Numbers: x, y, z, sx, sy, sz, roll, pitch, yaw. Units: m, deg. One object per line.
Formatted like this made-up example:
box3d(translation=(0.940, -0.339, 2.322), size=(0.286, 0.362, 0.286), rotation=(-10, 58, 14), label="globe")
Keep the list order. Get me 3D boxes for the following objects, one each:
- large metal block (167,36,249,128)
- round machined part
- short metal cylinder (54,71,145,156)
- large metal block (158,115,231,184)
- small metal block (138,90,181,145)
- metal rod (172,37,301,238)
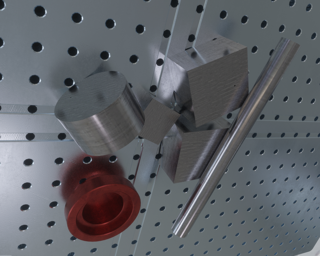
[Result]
box3d(translation=(0.063, -0.059, 0.393), size=(0.081, 0.050, 0.080), rotation=(-24, 127, -14), label="large metal block")
box3d(translation=(-0.079, 0.103, 0.420), size=(0.099, 0.042, 0.097), rotation=(-14, 124, -21), label="round machined part")
box3d(translation=(-0.063, -0.017, 0.331), size=(0.080, 0.080, 0.050), rotation=(-32, 129, -8), label="short metal cylinder")
box3d(translation=(0.050, 0.025, 0.438), size=(0.081, 0.050, 0.079), rotation=(-6, 121, -26), label="large metal block")
box3d(translation=(-0.010, -0.012, 0.398), size=(0.050, 0.025, 0.050), rotation=(28, 103, -38), label="small metal block")
box3d(translation=(0.092, 0.025, 0.412), size=(0.025, 0.025, 0.298), rotation=(14, 111, -34), label="metal rod")
